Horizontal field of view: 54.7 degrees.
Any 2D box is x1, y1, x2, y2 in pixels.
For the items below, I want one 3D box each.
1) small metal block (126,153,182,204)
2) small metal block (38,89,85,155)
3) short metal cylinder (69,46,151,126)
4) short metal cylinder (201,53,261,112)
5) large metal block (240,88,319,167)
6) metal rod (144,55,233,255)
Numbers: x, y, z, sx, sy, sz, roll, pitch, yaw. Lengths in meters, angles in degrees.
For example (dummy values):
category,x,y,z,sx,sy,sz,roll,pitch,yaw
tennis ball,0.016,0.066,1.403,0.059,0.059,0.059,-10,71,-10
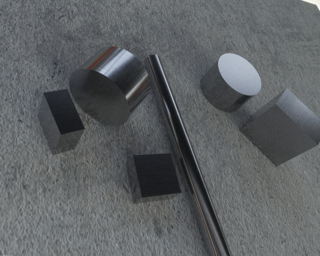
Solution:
category,x,y,z,sx,sy,sz,roll,pitch,yaw
small metal block,-0.008,0.059,0.365,0.050,0.025,0.050,0,62,-29
small metal block,-0.108,-0.006,0.334,0.025,0.050,0.050,-16,71,-35
short metal cylinder,-0.059,-0.049,0.368,0.080,0.080,0.050,37,51,-4
short metal cylinder,0.113,-0.072,0.495,0.081,0.050,0.080,14,56,-21
large metal block,0.185,0.001,0.470,0.080,0.080,0.050,45,51,2
metal rod,0.032,0.030,0.403,0.025,0.025,0.299,-4,64,-31
